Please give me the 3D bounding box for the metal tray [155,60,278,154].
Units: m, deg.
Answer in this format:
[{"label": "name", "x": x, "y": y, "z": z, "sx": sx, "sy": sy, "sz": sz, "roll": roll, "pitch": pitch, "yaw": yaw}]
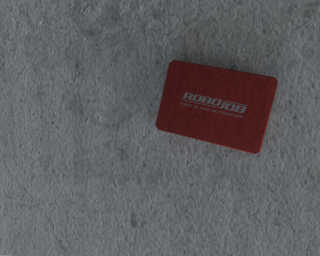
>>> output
[{"label": "metal tray", "x": 0.068, "y": -0.027, "z": 0.382, "sx": 0.130, "sy": 0.030, "sz": 0.089, "roll": 14, "pitch": 95, "yaw": 19}]
